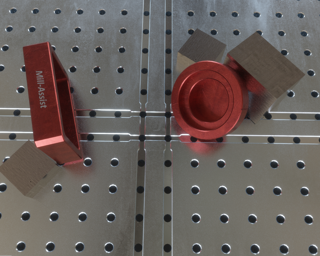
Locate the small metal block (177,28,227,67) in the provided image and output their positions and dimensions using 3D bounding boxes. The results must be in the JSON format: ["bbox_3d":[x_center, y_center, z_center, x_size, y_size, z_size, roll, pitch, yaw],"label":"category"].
[{"bbox_3d":[0.060,-0.109,0.452,0.050,0.025,0.050,34,73,11],"label":"small metal block"}]

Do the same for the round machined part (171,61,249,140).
[{"bbox_3d":[0.067,-0.035,0.399,0.098,0.042,0.097,4,98,35],"label":"round machined part"}]

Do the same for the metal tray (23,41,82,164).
[{"bbox_3d":[-0.132,-0.028,0.385,0.030,0.090,0.130,-13,71,-5],"label":"metal tray"}]

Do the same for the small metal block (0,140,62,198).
[{"bbox_3d":[-0.163,0.052,0.391,0.050,0.025,0.050,39,74,12],"label":"small metal block"}]

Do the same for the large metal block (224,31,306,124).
[{"bbox_3d":[0.126,-0.063,0.407,0.050,0.080,0.080,-38,75,-14],"label":"large metal block"}]
